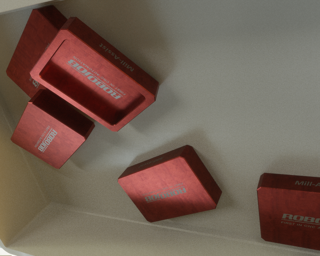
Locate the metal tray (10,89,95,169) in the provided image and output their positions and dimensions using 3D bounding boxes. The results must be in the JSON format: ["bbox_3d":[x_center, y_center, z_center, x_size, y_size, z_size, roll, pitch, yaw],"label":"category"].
[{"bbox_3d":[-0.166,0.007,0.470,0.090,0.030,0.129,36,138,-15],"label":"metal tray"}]

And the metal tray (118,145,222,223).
[{"bbox_3d":[0.011,0.085,0.451,0.130,0.030,0.090,-25,105,36],"label":"metal tray"}]

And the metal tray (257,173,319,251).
[{"bbox_3d":[0.188,0.103,0.370,0.130,0.030,0.089,1,119,27],"label":"metal tray"}]

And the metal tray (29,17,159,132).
[{"bbox_3d":[-0.078,-0.059,0.379,0.130,0.030,0.090,36,130,-22],"label":"metal tray"}]

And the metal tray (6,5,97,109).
[{"bbox_3d":[-0.152,-0.089,0.428,0.090,0.030,0.129,45,129,-4],"label":"metal tray"}]
